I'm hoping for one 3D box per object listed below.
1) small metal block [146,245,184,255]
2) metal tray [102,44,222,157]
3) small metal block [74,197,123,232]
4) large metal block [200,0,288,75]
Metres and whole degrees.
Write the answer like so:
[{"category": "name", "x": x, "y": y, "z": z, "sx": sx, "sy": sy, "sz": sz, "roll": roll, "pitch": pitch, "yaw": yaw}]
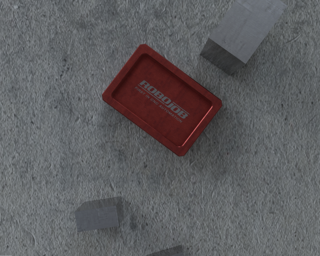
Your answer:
[{"category": "small metal block", "x": 0.012, "y": 0.190, "z": 0.410, "sx": 0.050, "sy": 0.025, "sz": 0.050, "roll": -17, "pitch": 90, "yaw": 0}, {"category": "metal tray", "x": 0.003, "y": -0.035, "z": 0.407, "sx": 0.130, "sy": 0.030, "sz": 0.090, "roll": 37, "pitch": 90, "yaw": 0}, {"category": "small metal block", "x": -0.076, "y": 0.109, "z": 0.397, "sx": 0.050, "sy": 0.050, "sz": 0.025, "roll": -8, "pitch": 90, "yaw": 0}, {"category": "large metal block", "x": 0.098, "y": -0.118, "z": 0.383, "sx": 0.050, "sy": 0.080, "sz": 0.080, "roll": 36, "pitch": 90, "yaw": 0}]
